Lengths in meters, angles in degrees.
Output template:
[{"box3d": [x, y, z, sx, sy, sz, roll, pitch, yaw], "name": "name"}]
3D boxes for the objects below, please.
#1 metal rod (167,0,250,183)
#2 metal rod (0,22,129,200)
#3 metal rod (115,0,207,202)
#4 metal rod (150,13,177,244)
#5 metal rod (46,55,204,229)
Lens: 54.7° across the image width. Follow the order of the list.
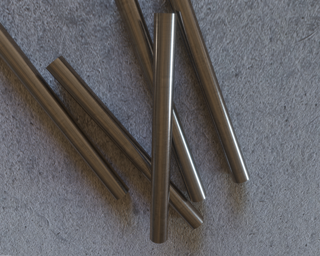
[{"box3d": [0.059, -0.060, 0.388, 0.025, 0.025, 0.299, -21, 109, 7], "name": "metal rod"}, {"box3d": [-0.135, -0.024, 0.399, 0.025, 0.025, 0.299, -31, 108, 11], "name": "metal rod"}, {"box3d": [0.005, -0.033, 0.397, 0.025, 0.025, 0.299, -19, 109, 6], "name": "metal rod"}, {"box3d": [0.002, 0.015, 0.387, 0.025, 0.025, 0.298, 1, 110, -1], "name": "metal rod"}, {"box3d": [-0.037, 0.030, 0.420, 0.025, 0.025, 0.300, -36, 106, 12], "name": "metal rod"}]
